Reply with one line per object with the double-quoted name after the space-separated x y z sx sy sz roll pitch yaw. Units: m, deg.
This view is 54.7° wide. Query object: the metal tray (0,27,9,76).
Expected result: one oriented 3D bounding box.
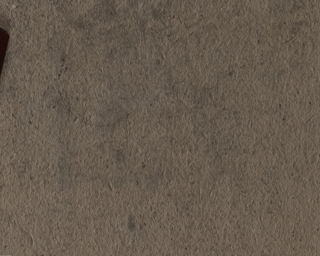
-0.276 -0.100 0.403 0.131 0.030 0.089 13 90 -1 "metal tray"
